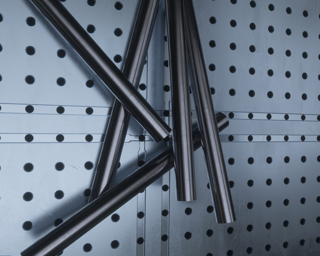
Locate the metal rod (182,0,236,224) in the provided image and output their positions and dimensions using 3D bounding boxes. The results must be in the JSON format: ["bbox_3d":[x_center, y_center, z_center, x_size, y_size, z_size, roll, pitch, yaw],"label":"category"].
[{"bbox_3d":[0.058,-0.028,0.409,0.025,0.025,0.298,-8,83,-20],"label":"metal rod"}]

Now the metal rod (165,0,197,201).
[{"bbox_3d":[0.024,-0.060,0.393,0.025,0.025,0.298,-1,84,-20],"label":"metal rod"}]

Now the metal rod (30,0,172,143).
[{"bbox_3d":[-0.093,-0.102,0.361,0.025,0.025,0.300,-43,98,-15],"label":"metal rod"}]

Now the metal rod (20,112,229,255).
[{"bbox_3d":[-0.024,0.064,0.384,0.302,0.025,0.025,-34,101,-25],"label":"metal rod"}]

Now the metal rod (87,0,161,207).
[{"bbox_3d":[-0.043,-0.045,0.397,0.025,0.025,0.299,16,85,-20],"label":"metal rod"}]
